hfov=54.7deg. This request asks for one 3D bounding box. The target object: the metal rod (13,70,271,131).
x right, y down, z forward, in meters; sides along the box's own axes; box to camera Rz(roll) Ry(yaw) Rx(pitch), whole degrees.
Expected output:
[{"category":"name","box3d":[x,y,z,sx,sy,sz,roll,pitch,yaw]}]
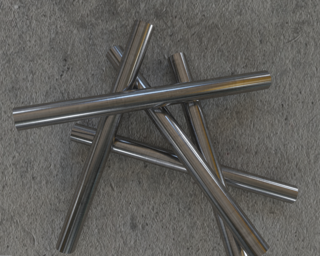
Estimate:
[{"category":"metal rod","box3d":[-0.007,-0.036,0.362,0.302,0.025,0.025,-11,90,-15]}]

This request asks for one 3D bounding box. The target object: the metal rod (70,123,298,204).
[{"category":"metal rod","box3d":[0.032,0.047,0.410,0.302,0.025,0.025,16,90,0]}]

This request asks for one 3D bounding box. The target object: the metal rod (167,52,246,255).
[{"category":"metal rod","box3d":[0.062,0.047,0.385,0.025,0.025,0.299,-16,80,0]}]

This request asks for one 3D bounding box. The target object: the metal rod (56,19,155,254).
[{"category":"metal rod","box3d":[-0.070,0.016,0.382,0.025,0.025,0.298,21,97,0]}]

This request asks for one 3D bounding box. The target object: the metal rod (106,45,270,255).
[{"category":"metal rod","box3d":[0.024,0.018,0.373,0.025,0.025,0.299,-36,75,0]}]
